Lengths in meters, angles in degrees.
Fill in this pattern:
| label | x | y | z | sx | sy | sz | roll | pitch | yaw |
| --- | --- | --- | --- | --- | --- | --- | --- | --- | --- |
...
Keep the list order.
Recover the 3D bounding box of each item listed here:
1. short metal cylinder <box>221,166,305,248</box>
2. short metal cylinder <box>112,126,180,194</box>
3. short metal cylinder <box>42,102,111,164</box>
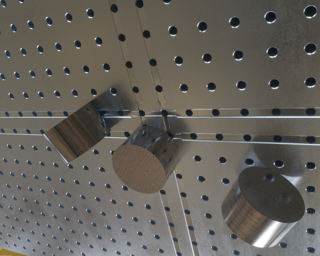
| label | x | y | z | sx | sy | sz | roll | pitch | yaw |
| --- | --- | --- | --- | --- | --- | --- | --- | --- | --- |
| short metal cylinder | 0.121 | 0.092 | 0.369 | 0.080 | 0.080 | 0.050 | 27 | 128 | 10 |
| short metal cylinder | -0.019 | 0.044 | 0.431 | 0.080 | 0.050 | 0.079 | 13 | 124 | 20 |
| short metal cylinder | -0.117 | 0.006 | 0.439 | 0.080 | 0.080 | 0.050 | -27 | 104 | 37 |
